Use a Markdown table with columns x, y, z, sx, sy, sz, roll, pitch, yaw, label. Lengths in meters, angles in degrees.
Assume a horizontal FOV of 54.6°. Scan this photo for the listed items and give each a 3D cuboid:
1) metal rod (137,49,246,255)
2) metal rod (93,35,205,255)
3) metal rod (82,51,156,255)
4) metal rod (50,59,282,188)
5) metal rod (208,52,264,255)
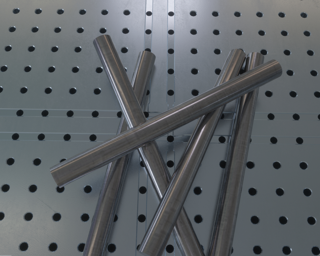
| x | y | z | sx | sy | sz | roll | pitch | yaw | label |
| --- | --- | --- | --- | --- | --- | --- | --- | --- | --- |
| 0.051 | 0.012 | 0.383 | 0.025 | 0.025 | 0.300 | 24 | 63 | 8 | metal rod |
| -0.018 | 0.018 | 0.384 | 0.025 | 0.025 | 0.299 | -22 | 79 | -8 | metal rod |
| -0.050 | 0.033 | 0.399 | 0.025 | 0.025 | 0.299 | 12 | 70 | 4 | metal rod |
| 0.018 | -0.012 | 0.369 | 0.302 | 0.025 | 0.025 | -27 | 72 | -13 | metal rod |
| 0.100 | 0.033 | 0.400 | 0.025 | 0.025 | 0.299 | 14 | 70 | 5 | metal rod |
